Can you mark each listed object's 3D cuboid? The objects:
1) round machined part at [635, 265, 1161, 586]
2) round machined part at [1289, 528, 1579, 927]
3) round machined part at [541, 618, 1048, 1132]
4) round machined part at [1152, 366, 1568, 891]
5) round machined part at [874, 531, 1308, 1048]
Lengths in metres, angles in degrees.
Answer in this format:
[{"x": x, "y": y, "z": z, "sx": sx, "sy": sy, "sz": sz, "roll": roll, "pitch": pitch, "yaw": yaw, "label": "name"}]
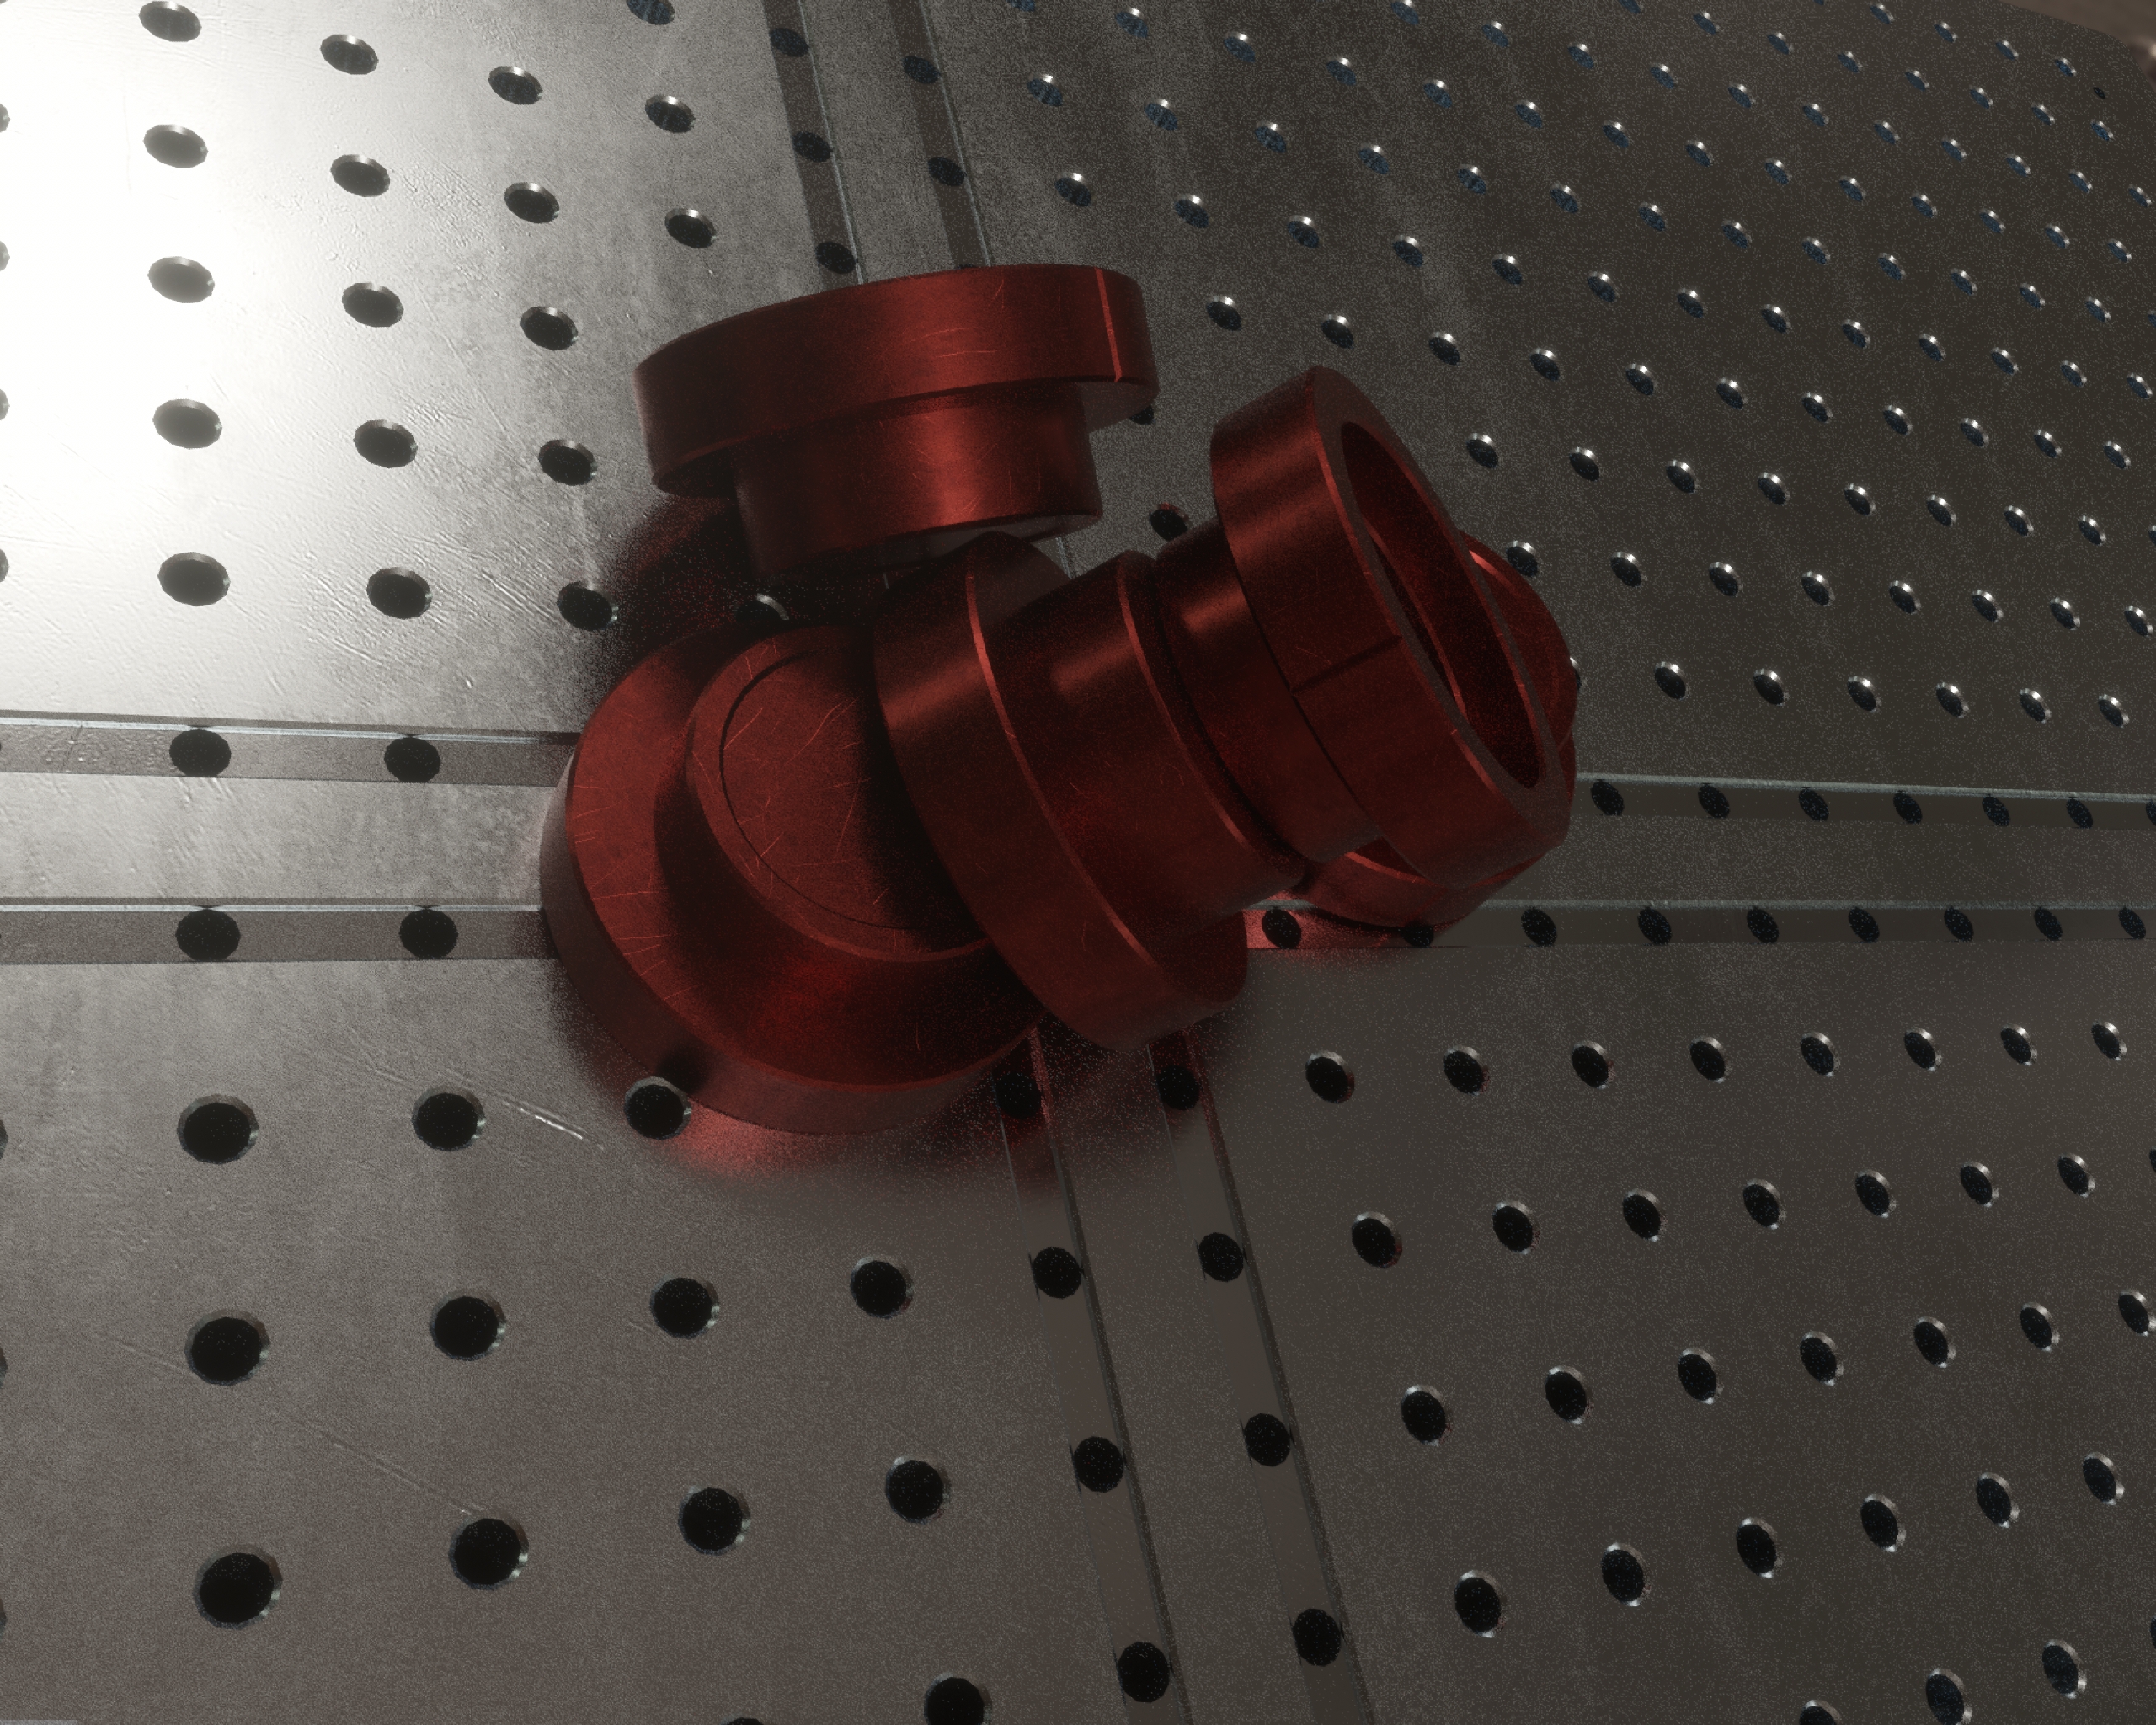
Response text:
[{"x": -0.032, "y": -0.080, "z": 0.401, "sx": 0.099, "sy": 0.098, "sz": 0.042, "roll": -13, "pitch": 95, "yaw": -34, "label": "round machined part"}, {"x": 0.070, "y": -0.038, "z": 0.460, "sx": 0.099, "sy": 0.042, "sz": 0.098, "roll": 14, "pitch": 56, "yaw": -21, "label": "round machined part"}, {"x": -0.043, "y": -0.004, "z": 0.378, "sx": 0.099, "sy": 0.042, "sz": 0.098, "roll": 14, "pitch": 56, "yaw": -21, "label": "round machined part"}, {"x": 0.050, "y": -0.039, "z": 0.388, "sx": 0.098, "sy": 0.042, "sz": 0.098, "roll": 47, "pitch": 27, "yaw": -34, "label": "round machined part"}, {"x": 0.008, "y": -0.018, "z": 0.384, "sx": 0.098, "sy": 0.042, "sz": 0.098, "roll": 53, "pitch": 21, "yaw": -30, "label": "round machined part"}]
